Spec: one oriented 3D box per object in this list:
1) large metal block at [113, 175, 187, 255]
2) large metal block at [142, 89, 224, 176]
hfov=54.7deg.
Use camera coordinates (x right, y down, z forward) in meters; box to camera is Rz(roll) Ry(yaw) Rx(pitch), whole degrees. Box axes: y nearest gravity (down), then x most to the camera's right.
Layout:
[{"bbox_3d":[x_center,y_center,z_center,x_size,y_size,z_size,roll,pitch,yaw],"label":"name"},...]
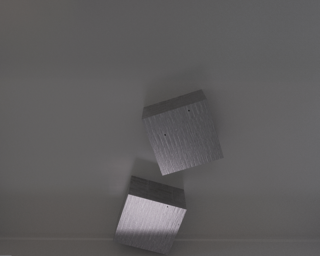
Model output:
[{"bbox_3d":[-0.015,0.124,0.443,0.080,0.050,0.079,16,109,-6],"label":"large metal block"},{"bbox_3d":[0.029,0.005,0.400,0.080,0.050,0.080,-17,109,6],"label":"large metal block"}]
